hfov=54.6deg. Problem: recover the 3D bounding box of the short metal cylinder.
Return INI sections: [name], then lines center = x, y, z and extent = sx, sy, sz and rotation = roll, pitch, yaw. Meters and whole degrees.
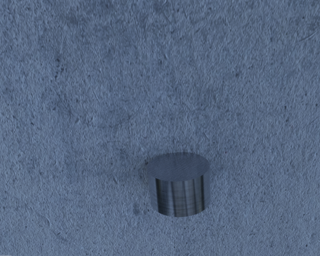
[short metal cylinder]
center = 0.025, 0.072, 0.407
extent = 0.080, 0.080, 0.050
rotation = -4, 110, 1
